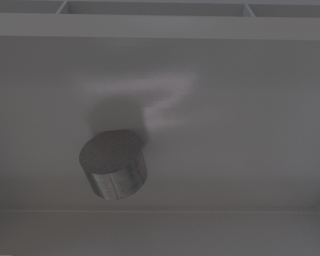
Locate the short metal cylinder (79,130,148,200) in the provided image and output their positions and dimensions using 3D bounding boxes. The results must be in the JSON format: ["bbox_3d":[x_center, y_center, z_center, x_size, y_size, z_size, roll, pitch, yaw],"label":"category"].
[{"bbox_3d":[-0.060,0.048,0.413,0.080,0.080,0.050,-6,130,5],"label":"short metal cylinder"}]
